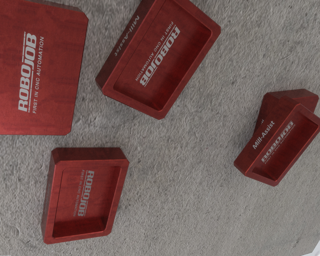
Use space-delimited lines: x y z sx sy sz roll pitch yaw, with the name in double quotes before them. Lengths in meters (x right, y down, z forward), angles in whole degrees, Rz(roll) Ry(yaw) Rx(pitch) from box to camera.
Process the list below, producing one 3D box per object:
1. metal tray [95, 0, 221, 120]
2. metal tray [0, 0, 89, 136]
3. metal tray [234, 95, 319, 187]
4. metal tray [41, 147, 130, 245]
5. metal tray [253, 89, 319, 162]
"metal tray" -0.001 -0.082 0.351 0.090 0.030 0.129 24 105 -37
"metal tray" -0.127 -0.056 0.300 0.091 0.030 0.129 2 118 -29
"metal tray" 0.185 0.024 0.479 0.091 0.030 0.129 23 106 -36
"metal tray" -0.099 0.088 0.403 0.091 0.030 0.129 2 118 -30
"metal tray" 0.202 0.003 0.515 0.091 0.030 0.129 -8 122 -24
